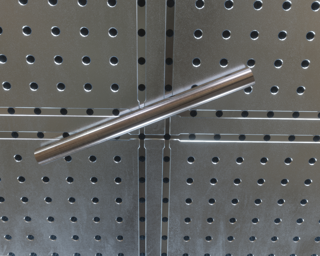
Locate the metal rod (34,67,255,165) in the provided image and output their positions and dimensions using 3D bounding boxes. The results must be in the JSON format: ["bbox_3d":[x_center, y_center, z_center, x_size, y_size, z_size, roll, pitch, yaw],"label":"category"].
[{"bbox_3d":[-0.025,-0.013,0.408,0.301,0.025,0.025,-21,109,7],"label":"metal rod"}]
